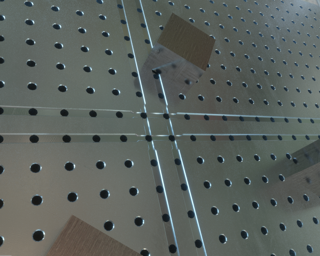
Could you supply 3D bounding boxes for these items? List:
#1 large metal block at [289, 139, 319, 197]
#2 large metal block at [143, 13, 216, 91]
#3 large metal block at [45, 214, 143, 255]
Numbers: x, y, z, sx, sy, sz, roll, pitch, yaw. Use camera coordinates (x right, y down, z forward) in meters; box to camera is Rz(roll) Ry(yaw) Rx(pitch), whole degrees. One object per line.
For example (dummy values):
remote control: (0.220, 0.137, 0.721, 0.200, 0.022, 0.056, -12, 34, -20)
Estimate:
large metal block: (0.263, 0.062, 0.475, 0.080, 0.080, 0.050, 34, 51, -6)
large metal block: (0.032, -0.118, 0.481, 0.080, 0.050, 0.080, 29, 52, -10)
large metal block: (-0.069, 0.137, 0.271, 0.080, 0.050, 0.080, 33, 51, -7)
